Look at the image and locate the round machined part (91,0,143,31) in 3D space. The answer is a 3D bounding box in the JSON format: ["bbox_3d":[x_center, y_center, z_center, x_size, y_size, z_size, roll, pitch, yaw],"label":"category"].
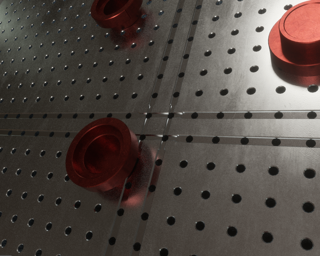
[{"bbox_3d":[-0.074,-0.219,0.569,0.098,0.042,0.098,-13,56,20],"label":"round machined part"}]

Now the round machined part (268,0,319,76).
[{"bbox_3d":[0.181,-0.114,0.372,0.098,0.042,0.098,-13,56,20],"label":"round machined part"}]

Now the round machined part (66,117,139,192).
[{"bbox_3d":[-0.072,0.038,0.410,0.098,0.042,0.098,-13,56,20],"label":"round machined part"}]
